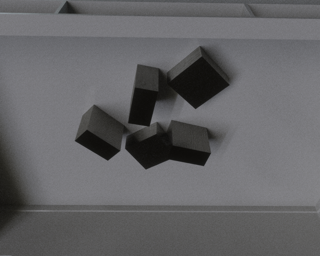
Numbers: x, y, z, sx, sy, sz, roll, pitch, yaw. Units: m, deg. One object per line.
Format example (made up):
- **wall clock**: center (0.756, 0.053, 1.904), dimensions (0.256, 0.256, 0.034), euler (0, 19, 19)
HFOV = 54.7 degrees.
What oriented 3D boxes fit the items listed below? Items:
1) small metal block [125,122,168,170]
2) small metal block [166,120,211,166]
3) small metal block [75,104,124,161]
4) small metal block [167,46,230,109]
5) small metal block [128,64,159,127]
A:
- **small metal block**: center (-0.012, 0.026, 0.431), dimensions (0.050, 0.025, 0.050), euler (-26, 126, 20)
- **small metal block**: center (0.036, 0.019, 0.409), dimensions (0.050, 0.050, 0.025), euler (12, 129, -11)
- **small metal block**: center (-0.076, 0.006, 0.397), dimensions (0.050, 0.050, 0.025), euler (36, 121, -27)
- **small metal block**: center (0.044, -0.057, 0.360), dimensions (0.050, 0.025, 0.050), euler (-36, 122, 26)
- **small metal block**: center (-0.019, -0.038, 0.360), dimensions (0.025, 0.050, 0.050), euler (9, 130, -8)
